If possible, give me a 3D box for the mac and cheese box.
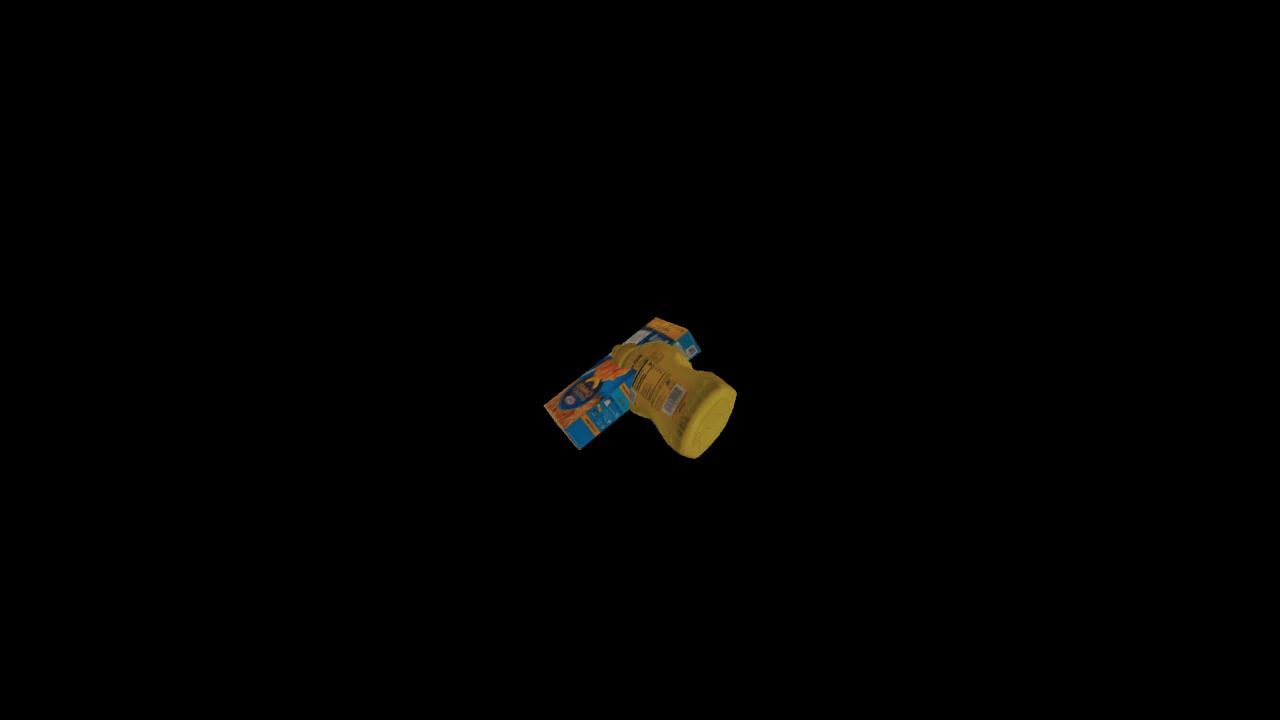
[{"bbox_3d":[-0.024,0.023,0.741,0.184,0.041,0.093,-38,26,-11],"label":"mac and cheese box"}]

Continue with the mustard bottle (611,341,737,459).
[{"bbox_3d":[0.022,0.027,0.700,0.054,0.092,0.184,16,14,-43],"label":"mustard bottle"}]
